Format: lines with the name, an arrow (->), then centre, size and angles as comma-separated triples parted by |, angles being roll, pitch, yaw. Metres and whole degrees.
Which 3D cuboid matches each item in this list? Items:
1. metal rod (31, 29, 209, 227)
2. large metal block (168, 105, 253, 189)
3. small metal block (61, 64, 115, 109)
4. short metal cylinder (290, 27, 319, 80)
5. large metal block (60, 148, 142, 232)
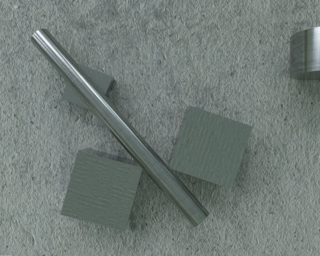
metal rod -> -0.052, -0.005, 0.374 | 0.025, 0.025, 0.300 | -42, 84, 0
large metal block -> 0.061, 0.023, 0.398 | 0.080, 0.050, 0.080 | 19, 90, 0
small metal block -> -0.094, -0.052, 0.409 | 0.050, 0.025, 0.050 | 22, 90, 0
short metal cylinder -> 0.205, -0.090, 0.384 | 0.081, 0.080, 0.050 | 0, 90, 0
large metal block -> -0.070, 0.076, 0.397 | 0.080, 0.050, 0.080 | 15, 90, 0
